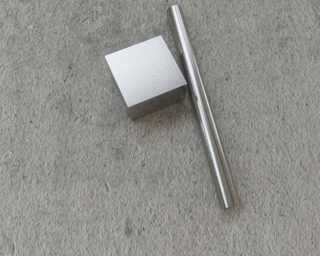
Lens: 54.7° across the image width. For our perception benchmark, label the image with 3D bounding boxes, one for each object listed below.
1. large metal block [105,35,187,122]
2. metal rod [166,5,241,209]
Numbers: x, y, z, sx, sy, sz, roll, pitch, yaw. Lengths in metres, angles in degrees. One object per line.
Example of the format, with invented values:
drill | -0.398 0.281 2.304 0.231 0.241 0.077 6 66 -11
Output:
large metal block | -0.019 -0.066 0.419 0.080 0.050 0.080 -23 72 -9
metal rod | 0.054 -0.042 0.423 0.025 0.025 0.299 -12 70 -5
